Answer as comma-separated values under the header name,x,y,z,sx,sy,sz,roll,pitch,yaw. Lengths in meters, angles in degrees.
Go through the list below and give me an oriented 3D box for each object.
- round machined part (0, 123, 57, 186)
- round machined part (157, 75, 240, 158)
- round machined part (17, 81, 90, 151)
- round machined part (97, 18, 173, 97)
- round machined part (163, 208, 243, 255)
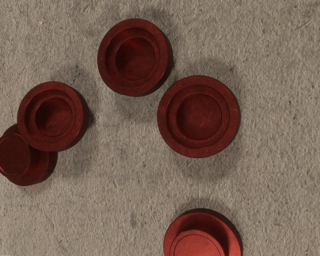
name,x,y,z,sx,sy,sz,roll,pitch,yaw
round machined part,-0.211,0.040,0.472,0.098,0.042,0.097,0,90,19
round machined part,0.050,-0.013,0.382,0.098,0.042,0.097,0,90,19
round machined part,-0.147,-0.014,0.444,0.098,0.042,0.097,-1,83,9
round machined part,-0.029,-0.090,0.409,0.098,0.042,0.097,0,90,19
round machined part,0.050,0.153,0.382,0.098,0.042,0.097,0,90,19
